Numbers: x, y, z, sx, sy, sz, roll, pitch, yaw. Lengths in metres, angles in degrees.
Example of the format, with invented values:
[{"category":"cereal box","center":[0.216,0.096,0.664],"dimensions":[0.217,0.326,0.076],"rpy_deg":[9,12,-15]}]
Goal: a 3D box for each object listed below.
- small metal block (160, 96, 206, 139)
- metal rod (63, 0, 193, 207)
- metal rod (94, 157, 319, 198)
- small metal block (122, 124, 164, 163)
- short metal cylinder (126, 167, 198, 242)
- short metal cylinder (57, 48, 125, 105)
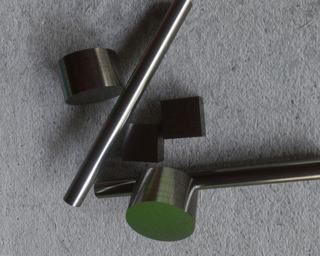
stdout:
[{"category":"small metal block","center":[0.030,-0.012,0.398],"dimensions":[0.050,0.025,0.050],"rpy_deg":[-5,88,19]},{"category":"metal rod","center":[-0.042,-0.034,0.401],"dimensions":[0.025,0.025,0.299],"rpy_deg":[30,91,17]},{"category":"metal rod","center":[0.054,0.065,0.389],"dimensions":[0.301,0.025,0.025],"rpy_deg":[-9,87,19]},{"category":"small metal block","center":[-0.022,0.019,0.417],"dimensions":[0.050,0.025,0.050],"rpy_deg":[1,90,20]},{"category":"short metal cylinder","center":[0.004,0.092,0.373],"dimensions":[0.080,0.050,0.079],"rpy_deg":[6,131,7]},{"category":"short metal cylinder","center":[-0.091,-0.066,0.412],"dimensions":[0.080,0.080,0.050],"rpy_deg":[-17,84,19]}]
